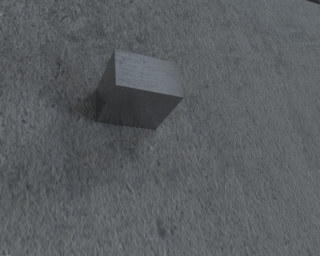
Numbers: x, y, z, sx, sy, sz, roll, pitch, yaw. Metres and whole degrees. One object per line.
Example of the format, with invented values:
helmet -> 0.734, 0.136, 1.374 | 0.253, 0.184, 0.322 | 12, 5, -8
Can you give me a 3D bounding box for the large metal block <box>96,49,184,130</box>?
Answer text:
large metal block -> -0.028, -0.043, 0.379 | 0.081, 0.080, 0.050 | 8, 59, -24
